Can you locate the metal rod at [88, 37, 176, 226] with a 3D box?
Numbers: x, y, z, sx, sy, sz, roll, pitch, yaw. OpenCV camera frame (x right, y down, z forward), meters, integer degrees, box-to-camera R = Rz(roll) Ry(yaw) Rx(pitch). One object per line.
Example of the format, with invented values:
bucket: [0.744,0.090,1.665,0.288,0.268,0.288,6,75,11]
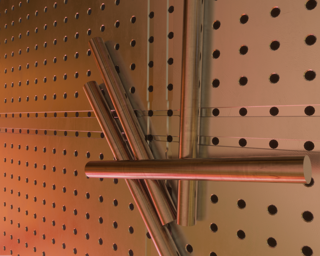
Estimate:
metal rod: [-0.044,-0.008,0.446,0.025,0.025,0.299,-38,67,34]

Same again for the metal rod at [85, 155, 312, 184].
metal rod: [0.013,0.049,0.365,0.300,0.025,0.025,-6,86,39]

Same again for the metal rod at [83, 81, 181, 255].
metal rod: [-0.047,0.054,0.449,0.025,0.025,0.299,-43,64,32]

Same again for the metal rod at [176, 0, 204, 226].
metal rod: [0.037,-0.032,0.379,0.025,0.025,0.298,3,92,40]
